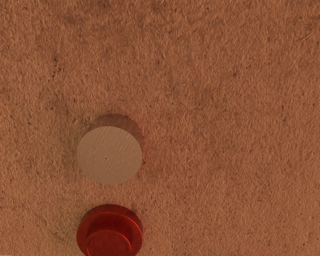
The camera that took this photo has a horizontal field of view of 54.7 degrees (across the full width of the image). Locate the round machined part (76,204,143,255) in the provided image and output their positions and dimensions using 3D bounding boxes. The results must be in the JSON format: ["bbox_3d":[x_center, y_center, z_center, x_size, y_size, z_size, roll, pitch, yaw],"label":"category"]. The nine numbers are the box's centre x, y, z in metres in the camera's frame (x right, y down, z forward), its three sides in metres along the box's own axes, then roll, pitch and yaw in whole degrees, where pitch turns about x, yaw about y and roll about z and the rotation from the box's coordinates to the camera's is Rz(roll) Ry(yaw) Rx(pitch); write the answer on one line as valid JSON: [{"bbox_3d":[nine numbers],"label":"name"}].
[{"bbox_3d":[-0.075,0.167,0.461,0.099,0.042,0.097,0,110,-1],"label":"round machined part"}]

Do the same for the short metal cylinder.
[{"bbox_3d":[-0.062,0.027,0.405,0.081,0.050,0.079,0,110,-1],"label":"short metal cylinder"}]
